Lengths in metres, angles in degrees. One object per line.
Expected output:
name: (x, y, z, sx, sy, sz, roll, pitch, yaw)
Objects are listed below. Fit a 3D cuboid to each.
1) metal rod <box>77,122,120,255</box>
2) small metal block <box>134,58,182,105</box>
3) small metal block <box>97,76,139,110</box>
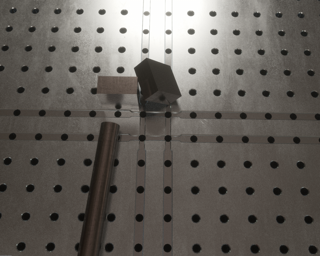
metal rod: (-0.081, 0.136, 0.361, 0.025, 0.025, 0.299, 6, 70, 2)
small metal block: (-0.003, -0.062, 0.419, 0.025, 0.050, 0.050, -32, 67, 33)
small metal block: (-0.054, -0.046, 0.415, 0.050, 0.050, 0.025, 1, 70, 0)
